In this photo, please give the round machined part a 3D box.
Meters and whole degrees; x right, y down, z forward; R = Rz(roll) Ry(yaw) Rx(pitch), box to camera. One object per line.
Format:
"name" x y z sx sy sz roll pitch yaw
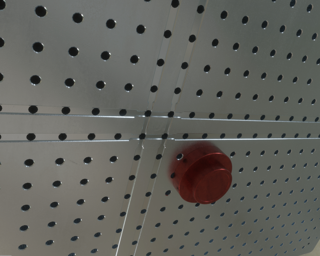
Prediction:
"round machined part" 0.074 0.081 0.490 0.099 0.042 0.097 -14 124 -21
